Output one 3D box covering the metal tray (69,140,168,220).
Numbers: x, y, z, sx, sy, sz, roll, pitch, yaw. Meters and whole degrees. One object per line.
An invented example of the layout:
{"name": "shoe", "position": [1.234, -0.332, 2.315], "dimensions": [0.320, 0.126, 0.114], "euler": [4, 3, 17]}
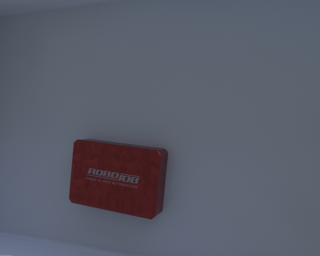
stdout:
{"name": "metal tray", "position": [-0.059, 0.067, 0.427], "dimensions": [0.130, 0.030, 0.089], "euler": [6, 92, 19]}
